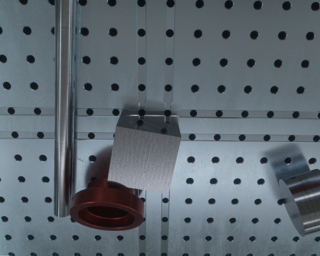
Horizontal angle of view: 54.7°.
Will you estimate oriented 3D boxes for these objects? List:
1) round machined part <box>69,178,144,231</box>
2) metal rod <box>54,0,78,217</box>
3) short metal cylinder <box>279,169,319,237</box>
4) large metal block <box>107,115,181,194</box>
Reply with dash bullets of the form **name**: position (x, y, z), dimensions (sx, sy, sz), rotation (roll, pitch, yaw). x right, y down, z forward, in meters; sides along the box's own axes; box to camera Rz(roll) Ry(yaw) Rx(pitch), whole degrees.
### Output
- **round machined part**: position (-0.070, 0.104, 0.427), dimensions (0.099, 0.042, 0.097), rotation (2, 142, 2)
- **metal rod**: position (-0.126, -0.015, 0.406), dimensions (0.025, 0.025, 0.298), rotation (6, 110, -3)
- **short metal cylinder**: position (0.205, 0.102, 0.425), dimensions (0.050, 0.080, 0.080), rotation (-18, 109, 6)
- **large metal block**: position (-0.021, 0.034, 0.411), dimensions (0.081, 0.050, 0.079), rotation (10, 108, -4)
